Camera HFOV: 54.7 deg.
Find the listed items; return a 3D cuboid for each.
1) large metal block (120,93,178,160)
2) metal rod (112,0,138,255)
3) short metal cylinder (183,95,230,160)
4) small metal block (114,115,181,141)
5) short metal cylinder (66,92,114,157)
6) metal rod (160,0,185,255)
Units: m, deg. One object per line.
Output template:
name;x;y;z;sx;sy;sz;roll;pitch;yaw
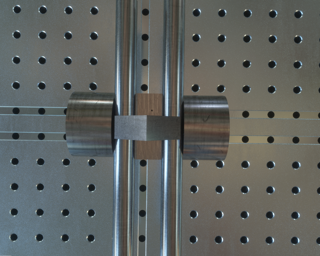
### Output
large metal block;-0.014;-0.002;0.397;0.081;0.050;0.079;1;90;0
metal rod;-0.041;0.002;0.360;0.025;0.025;0.298;1;90;0
short metal cylinder;0.053;0.000;0.382;0.050;0.080;0.079;1;90;1
small metal block;-0.013;0.000;0.334;0.050;0.050;0.025;1;91;44
short metal cylinder;-0.079;-0.004;0.382;0.050;0.080;0.079;1;90;0
metal rod;0.015;0.000;0.360;0.025;0.025;0.298;1;90;0
